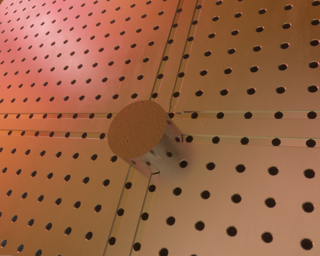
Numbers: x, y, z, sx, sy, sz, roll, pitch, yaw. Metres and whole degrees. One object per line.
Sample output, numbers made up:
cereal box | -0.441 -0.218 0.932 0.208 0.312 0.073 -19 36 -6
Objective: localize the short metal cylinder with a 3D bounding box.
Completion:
short metal cylinder | -0.019 0.012 0.393 0.080 0.050 0.080 -13 56 21
